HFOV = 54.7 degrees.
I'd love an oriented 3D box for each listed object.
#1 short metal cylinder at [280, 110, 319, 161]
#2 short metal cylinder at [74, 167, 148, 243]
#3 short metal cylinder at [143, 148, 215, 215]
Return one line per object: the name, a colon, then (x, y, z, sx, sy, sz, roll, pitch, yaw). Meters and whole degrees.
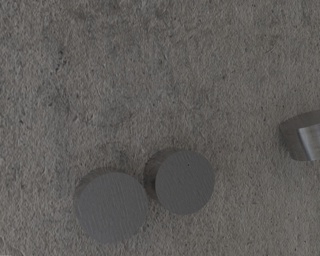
short metal cylinder: (0.228, 0.009, 0.464, 0.081, 0.080, 0.050, -25, 99, -18)
short metal cylinder: (-0.061, 0.090, 0.373, 0.081, 0.050, 0.080, 0, 90, -20)
short metal cylinder: (0.024, 0.067, 0.404, 0.081, 0.050, 0.080, 0, 90, -20)
